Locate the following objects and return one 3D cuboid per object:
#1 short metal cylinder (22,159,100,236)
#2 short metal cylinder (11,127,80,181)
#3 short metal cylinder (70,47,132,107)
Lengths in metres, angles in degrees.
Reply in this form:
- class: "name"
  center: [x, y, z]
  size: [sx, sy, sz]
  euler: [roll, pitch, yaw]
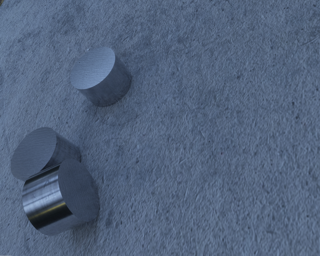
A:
- class: "short metal cylinder"
  center: [-0.119, 0.084, 0.380]
  size: [0.050, 0.080, 0.080]
  euler: [-25, 53, 13]
- class: "short metal cylinder"
  center: [-0.163, 0.045, 0.443]
  size: [0.080, 0.050, 0.080]
  euler: [-15, 53, 22]
- class: "short metal cylinder"
  center: [-0.091, -0.080, 0.485]
  size: [0.080, 0.050, 0.080]
  euler: [-13, 56, 21]
